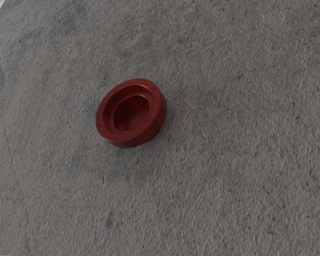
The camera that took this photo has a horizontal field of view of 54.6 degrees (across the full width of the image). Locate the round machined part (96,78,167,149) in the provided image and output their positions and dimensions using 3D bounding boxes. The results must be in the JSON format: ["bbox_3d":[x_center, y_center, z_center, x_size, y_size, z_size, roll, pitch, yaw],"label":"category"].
[{"bbox_3d":[-0.035,-0.016,0.422,0.098,0.042,0.098,-13,56,21],"label":"round machined part"}]
